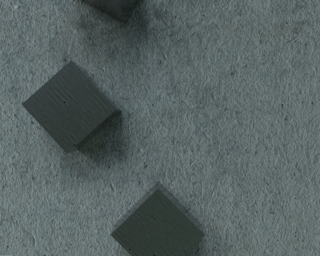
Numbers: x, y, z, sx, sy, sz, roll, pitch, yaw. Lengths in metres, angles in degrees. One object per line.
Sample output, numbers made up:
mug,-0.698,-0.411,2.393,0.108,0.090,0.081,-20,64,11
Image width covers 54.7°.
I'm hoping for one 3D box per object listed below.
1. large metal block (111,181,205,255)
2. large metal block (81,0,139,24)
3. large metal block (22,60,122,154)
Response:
large metal block,-0.002,0.129,0.397,0.080,0.050,0.080,-45,90,0
large metal block,-0.070,-0.182,0.382,0.080,0.080,0.050,28,90,0
large metal block,-0.109,-0.026,0.396,0.080,0.050,0.080,-42,90,0
